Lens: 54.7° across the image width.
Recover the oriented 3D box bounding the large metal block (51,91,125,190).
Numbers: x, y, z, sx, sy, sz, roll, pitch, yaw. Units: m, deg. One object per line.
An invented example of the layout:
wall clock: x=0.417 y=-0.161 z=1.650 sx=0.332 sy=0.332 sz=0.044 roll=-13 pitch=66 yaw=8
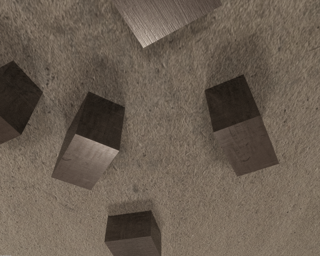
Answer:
large metal block: x=-0.087 y=0.016 z=0.383 sx=0.050 sy=0.080 sz=0.080 roll=24 pitch=126 yaw=-20

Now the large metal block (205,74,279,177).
large metal block: x=0.096 y=-0.003 z=0.370 sx=0.050 sy=0.080 sz=0.080 roll=-21 pitch=127 yaw=17

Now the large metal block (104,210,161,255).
large metal block: x=-0.046 y=0.198 z=0.559 sx=0.080 sy=0.050 sz=0.080 roll=-10 pitch=130 yaw=8

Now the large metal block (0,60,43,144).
large metal block: x=-0.192 y=-0.021 z=0.350 sx=0.080 sy=0.080 sz=0.050 roll=-22 pitch=127 yaw=17

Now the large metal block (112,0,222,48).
large metal block: x=-0.001 y=-0.133 z=0.277 sx=0.080 sy=0.050 sz=0.080 roll=-24 pitch=127 yaw=18
